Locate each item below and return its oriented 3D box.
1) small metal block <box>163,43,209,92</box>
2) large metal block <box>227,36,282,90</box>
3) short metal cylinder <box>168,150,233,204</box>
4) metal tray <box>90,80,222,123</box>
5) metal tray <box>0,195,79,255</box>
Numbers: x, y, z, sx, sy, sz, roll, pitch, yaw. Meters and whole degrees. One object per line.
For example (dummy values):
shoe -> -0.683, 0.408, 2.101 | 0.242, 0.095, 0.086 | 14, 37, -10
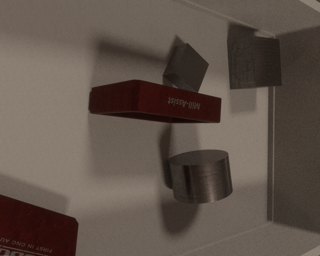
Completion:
small metal block -> 0.038, -0.083, 0.440 | 0.050, 0.025, 0.050 | 35, 68, -35
large metal block -> 0.162, -0.109, 0.529 | 0.081, 0.050, 0.079 | -8, 96, -40
short metal cylinder -> 0.055, 0.063, 0.419 | 0.081, 0.080, 0.050 | -14, 100, -39
metal tray -> -0.003, -0.026, 0.363 | 0.131, 0.090, 0.030 | 6, 86, -40
metal tray -> -0.136, 0.107, 0.261 | 0.130, 0.030, 0.090 | 32, 36, -35
